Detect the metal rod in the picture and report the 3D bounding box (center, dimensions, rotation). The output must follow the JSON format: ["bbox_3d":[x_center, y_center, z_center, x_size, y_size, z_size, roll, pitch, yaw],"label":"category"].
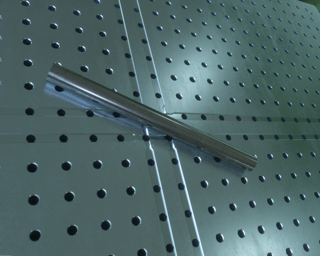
[{"bbox_3d":[0.000,-0.008,0.415,0.302,0.025,0.025,24,53,-14],"label":"metal rod"}]
